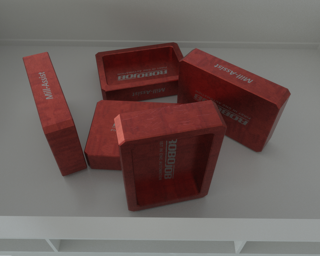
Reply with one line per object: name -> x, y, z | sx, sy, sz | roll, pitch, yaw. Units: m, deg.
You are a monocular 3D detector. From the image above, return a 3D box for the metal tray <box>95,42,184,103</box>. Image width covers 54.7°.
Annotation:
metal tray -> -0.026, -0.085, 0.470 | 0.131, 0.030, 0.090 | -10, 51, -9

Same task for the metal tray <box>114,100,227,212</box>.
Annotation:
metal tray -> 0.008, 0.033, 0.305 | 0.091, 0.129, 0.030 | -9, 51, -9

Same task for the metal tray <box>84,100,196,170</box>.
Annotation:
metal tray -> -0.020, 0.009, 0.390 | 0.131, 0.030, 0.090 | 3, 50, 2

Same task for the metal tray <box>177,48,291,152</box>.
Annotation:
metal tray -> 0.084, -0.034, 0.390 | 0.130, 0.089, 0.030 | 31, 57, 23

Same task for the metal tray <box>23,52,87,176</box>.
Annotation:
metal tray -> -0.127, -0.018, 0.374 | 0.030, 0.089, 0.130 | -19, 53, -16
